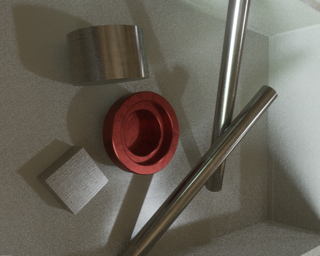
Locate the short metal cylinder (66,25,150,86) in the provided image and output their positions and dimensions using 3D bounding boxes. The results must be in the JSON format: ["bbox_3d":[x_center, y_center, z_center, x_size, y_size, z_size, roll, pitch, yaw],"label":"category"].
[{"bbox_3d":[-0.054,-0.074,0.327,0.081,0.080,0.050,-11,98,-40],"label":"short metal cylinder"}]

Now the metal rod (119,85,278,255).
[{"bbox_3d":[0.053,0.059,0.400,0.300,0.025,0.025,-48,120,-11],"label":"metal rod"}]

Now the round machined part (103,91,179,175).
[{"bbox_3d":[-0.027,0.006,0.375,0.099,0.042,0.097,0,90,-40],"label":"round machined part"}]

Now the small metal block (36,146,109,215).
[{"bbox_3d":[-0.092,0.055,0.331,0.050,0.025,0.050,-46,118,-30],"label":"small metal block"}]

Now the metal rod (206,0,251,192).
[{"bbox_3d":[0.089,-0.041,0.414,0.025,0.025,0.298,-21,125,-38],"label":"metal rod"}]
